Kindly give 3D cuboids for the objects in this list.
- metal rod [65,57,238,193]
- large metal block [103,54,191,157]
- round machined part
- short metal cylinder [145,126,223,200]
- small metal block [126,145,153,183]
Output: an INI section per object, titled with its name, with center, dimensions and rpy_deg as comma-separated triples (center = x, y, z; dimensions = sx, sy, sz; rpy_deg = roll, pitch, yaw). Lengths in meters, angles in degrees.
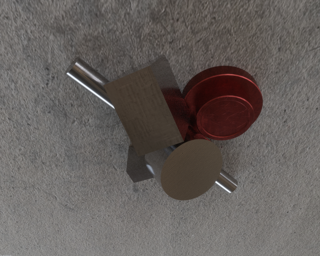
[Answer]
[metal rod]
center = 0.006, 0.010, 0.418
dimensions = 0.025, 0.025, 0.301
rpy_deg = -37, 122, 27
[large metal block]
center = -0.008, -0.028, 0.335
dimensions = 0.050, 0.080, 0.080
rpy_deg = -20, 106, 17
[round machined part]
center = 0.076, -0.023, 0.378
dimensions = 0.099, 0.042, 0.097
rpy_deg = -1, 130, 0
[short metal cylinder]
center = 0.028, 0.040, 0.378
dimensions = 0.081, 0.050, 0.079
rpy_deg = -10, 115, -21
[small metal block]
center = -0.017, 0.043, 0.430
dimensions = 0.050, 0.050, 0.025
rpy_deg = -17, 128, 13
